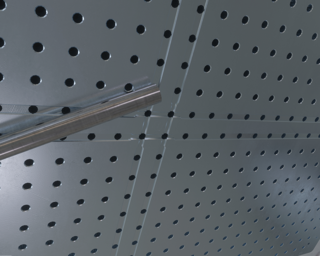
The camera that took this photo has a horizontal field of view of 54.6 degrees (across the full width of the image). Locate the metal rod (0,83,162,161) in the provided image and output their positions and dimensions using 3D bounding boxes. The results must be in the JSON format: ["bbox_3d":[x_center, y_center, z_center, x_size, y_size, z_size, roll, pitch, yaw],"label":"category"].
[{"bbox_3d":[-0.139,0.009,0.340,0.302,0.025,0.025,-21,127,-16],"label":"metal rod"}]
